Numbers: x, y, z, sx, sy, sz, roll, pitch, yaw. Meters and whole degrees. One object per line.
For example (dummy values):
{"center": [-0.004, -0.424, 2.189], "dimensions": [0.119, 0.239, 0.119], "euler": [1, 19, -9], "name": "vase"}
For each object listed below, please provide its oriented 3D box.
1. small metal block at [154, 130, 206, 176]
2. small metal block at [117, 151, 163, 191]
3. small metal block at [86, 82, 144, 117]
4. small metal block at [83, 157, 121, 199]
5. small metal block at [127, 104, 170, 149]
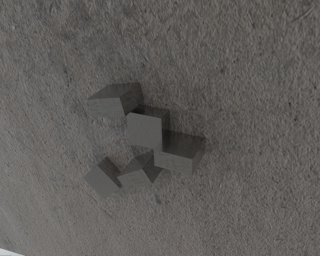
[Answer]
{"center": [0.026, 0.030, 0.396], "dimensions": [0.050, 0.050, 0.025], "euler": [12, 124, 21], "name": "small metal block"}
{"center": [-0.025, 0.059, 0.441], "dimensions": [0.050, 0.050, 0.025], "euler": [-22, 106, 36], "name": "small metal block"}
{"center": [-0.056, -0.037, 0.398], "dimensions": [0.050, 0.050, 0.025], "euler": [0, 118, 28], "name": "small metal block"}
{"center": [-0.090, 0.082, 0.505], "dimensions": [0.050, 0.025, 0.050], "euler": [47, 129, -5], "name": "small metal block"}
{"center": [-0.015, -0.001, 0.414], "dimensions": [0.050, 0.025, 0.050], "euler": [12, 124, 21], "name": "small metal block"}
